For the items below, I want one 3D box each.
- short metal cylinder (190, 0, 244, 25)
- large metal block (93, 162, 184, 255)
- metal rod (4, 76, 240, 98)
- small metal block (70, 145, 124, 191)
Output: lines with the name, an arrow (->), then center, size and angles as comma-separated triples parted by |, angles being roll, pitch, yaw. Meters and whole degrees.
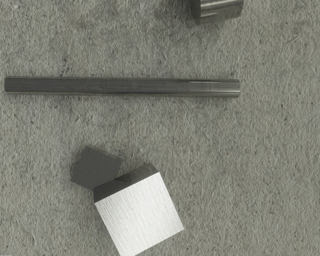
short metal cylinder -> 0.066, -0.173, 0.383 | 0.050, 0.080, 0.080 | -11, 90, 0
large metal block -> -0.028, 0.100, 0.383 | 0.080, 0.050, 0.080 | -25, 102, -10
metal rod -> -0.048, -0.054, 0.409 | 0.302, 0.025, 0.025 | 1, 90, -1
small metal block -> -0.082, 0.055, 0.409 | 0.050, 0.025, 0.050 | 25, 90, 0
